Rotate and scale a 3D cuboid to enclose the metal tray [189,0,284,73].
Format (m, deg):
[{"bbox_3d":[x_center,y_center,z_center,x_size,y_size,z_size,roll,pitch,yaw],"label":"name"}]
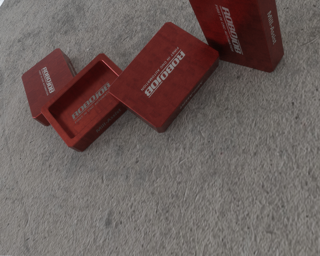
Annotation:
[{"bbox_3d":[0.090,-0.125,0.366,0.090,0.130,0.030,26,76,37],"label":"metal tray"}]

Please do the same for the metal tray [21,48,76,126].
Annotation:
[{"bbox_3d":[-0.190,-0.075,0.547,0.090,0.030,0.130,-36,51,4],"label":"metal tray"}]

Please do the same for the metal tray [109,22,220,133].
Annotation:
[{"bbox_3d":[0.007,-0.070,0.419,0.090,0.030,0.130,37,82,15],"label":"metal tray"}]

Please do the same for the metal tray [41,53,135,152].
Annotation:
[{"bbox_3d":[-0.103,-0.039,0.465,0.130,0.030,0.090,-44,65,-3],"label":"metal tray"}]
